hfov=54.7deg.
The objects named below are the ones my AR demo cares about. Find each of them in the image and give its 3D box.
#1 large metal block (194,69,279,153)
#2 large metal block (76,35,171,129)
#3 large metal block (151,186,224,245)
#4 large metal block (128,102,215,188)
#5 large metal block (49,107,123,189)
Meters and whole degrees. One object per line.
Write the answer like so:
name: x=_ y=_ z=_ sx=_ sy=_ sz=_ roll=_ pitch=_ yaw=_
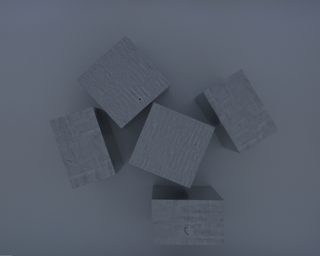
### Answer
large metal block: x=0.090 y=-0.019 z=0.383 sx=0.050 sy=0.080 sz=0.080 roll=-31 pitch=90 yaw=0
large metal block: x=-0.044 y=-0.055 z=0.397 sx=0.080 sy=0.050 sz=0.080 roll=-42 pitch=91 yaw=0
large metal block: x=0.031 y=0.104 z=0.384 sx=0.081 sy=0.080 sz=0.050 roll=1 pitch=90 yaw=-1
large metal block: x=0.014 y=0.021 z=0.398 sx=0.080 sy=0.050 sz=0.080 roll=22 pitch=90 yaw=-1
large metal block: x=-0.086 y=0.022 z=0.382 sx=0.050 sy=0.080 sz=0.080 roll=-19 pitch=90 yaw=0
